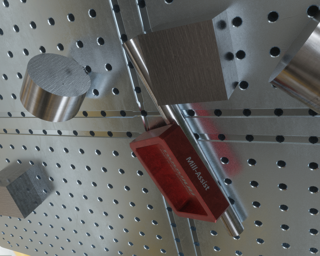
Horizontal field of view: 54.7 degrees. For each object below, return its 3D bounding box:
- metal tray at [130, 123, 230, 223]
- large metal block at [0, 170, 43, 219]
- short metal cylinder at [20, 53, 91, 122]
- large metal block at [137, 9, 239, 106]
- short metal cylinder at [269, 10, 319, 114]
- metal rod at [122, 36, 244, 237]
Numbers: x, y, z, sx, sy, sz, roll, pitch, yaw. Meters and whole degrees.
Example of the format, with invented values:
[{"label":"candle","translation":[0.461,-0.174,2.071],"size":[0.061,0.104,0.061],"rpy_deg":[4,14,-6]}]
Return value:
[{"label":"metal tray","translation":[0.023,0.061,0.409],"size":[0.130,0.030,0.090],"rpy_deg":[57,150,-10]},{"label":"large metal block","translation":[-0.305,0.136,0.641],"size":[0.080,0.050,0.080],"rpy_deg":[-3,117,29]},{"label":"short metal cylinder","translation":[-0.140,-0.054,0.416],"size":[0.080,0.080,0.050],"rpy_deg":[39,129,2]},{"label":"large metal block","translation":[0.033,-0.073,0.332],"size":[0.080,0.050,0.080],"rpy_deg":[-3,117,29]},{"label":"short metal cylinder","translation":[0.140,-0.059,0.265],"size":[0.050,0.080,0.079],"rpy_deg":[35,129,5]},{"label":"metal rod","translation":[0.037,0.021,0.404],"size":[0.025,0.025,0.299],"rpy_deg":[-19,109,35]}]
